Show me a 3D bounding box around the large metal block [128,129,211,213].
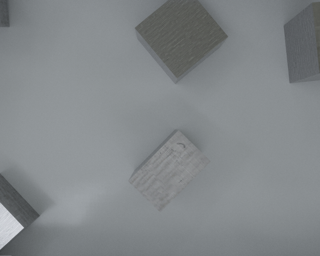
[{"bbox_3d":[0.011,0.048,0.384,0.050,0.080,0.080,45,90,0],"label":"large metal block"}]

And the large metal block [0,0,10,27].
[{"bbox_3d":[-0.245,-0.150,0.376,0.081,0.080,0.050,0,106,0],"label":"large metal block"}]

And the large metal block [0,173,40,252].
[{"bbox_3d":[-0.220,0.118,0.397,0.080,0.050,0.080,-43,90,0],"label":"large metal block"}]

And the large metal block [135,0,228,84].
[{"bbox_3d":[0.026,-0.116,0.399,0.080,0.050,0.080,-40,90,0],"label":"large metal block"}]

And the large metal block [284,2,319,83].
[{"bbox_3d":[0.199,-0.103,0.385,0.050,0.080,0.080,-6,90,0],"label":"large metal block"}]
